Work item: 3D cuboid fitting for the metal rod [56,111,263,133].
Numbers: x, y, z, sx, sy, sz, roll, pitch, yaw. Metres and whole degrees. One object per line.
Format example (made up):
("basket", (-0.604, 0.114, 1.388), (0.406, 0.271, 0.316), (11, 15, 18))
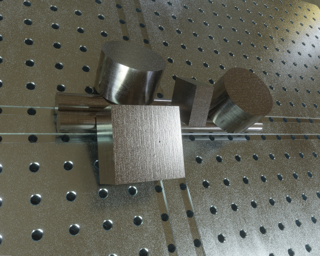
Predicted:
("metal rod", (0.020, -0.006, 0.418), (0.303, 0.025, 0.025), (0, 62, -28))

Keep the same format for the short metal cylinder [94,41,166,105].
("short metal cylinder", (-0.038, -0.069, 0.391), (0.081, 0.050, 0.080), (15, 33, -9))

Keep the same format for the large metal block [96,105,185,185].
("large metal block", (-0.023, 0.019, 0.346), (0.081, 0.050, 0.080), (-1, 82, -29))

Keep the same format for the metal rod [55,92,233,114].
("metal rod", (0.014, -0.028, 0.428), (0.303, 0.025, 0.025), (0, 62, -28))

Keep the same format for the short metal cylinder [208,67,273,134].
("short metal cylinder", (0.110, -0.039, 0.439), (0.081, 0.050, 0.080), (14, 56, -21))

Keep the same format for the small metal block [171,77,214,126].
("small metal block", (0.039, -0.034, 0.393), (0.025, 0.050, 0.050), (1, 19, -28))
